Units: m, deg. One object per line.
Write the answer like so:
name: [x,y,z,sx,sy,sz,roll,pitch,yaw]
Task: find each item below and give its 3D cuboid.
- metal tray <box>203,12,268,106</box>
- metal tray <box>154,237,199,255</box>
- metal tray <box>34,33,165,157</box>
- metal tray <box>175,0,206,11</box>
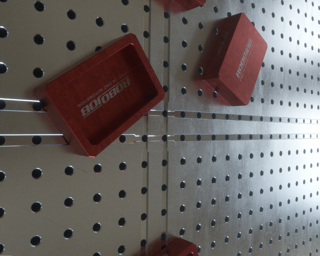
metal tray: [0.130,-0.113,0.517,0.090,0.030,0.130,36,68,-34]
metal tray: [0.002,0.219,0.410,0.131,0.030,0.089,-21,104,-38]
metal tray: [-0.061,-0.040,0.356,0.131,0.030,0.090,-43,116,-32]
metal tray: [0.036,-0.248,0.437,0.091,0.030,0.129,21,77,-38]
